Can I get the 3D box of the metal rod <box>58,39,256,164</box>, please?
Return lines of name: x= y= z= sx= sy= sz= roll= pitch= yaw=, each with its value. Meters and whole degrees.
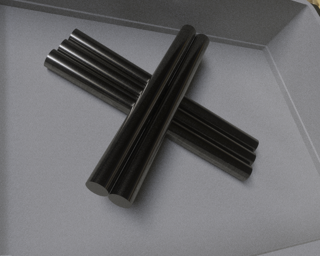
metal rod: x=0.002 y=-0.029 z=0.422 sx=0.301 sy=0.025 sz=0.025 roll=30 pitch=52 yaw=-9

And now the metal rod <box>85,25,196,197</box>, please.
metal rod: x=-0.008 y=-0.046 z=0.395 sx=0.025 sy=0.025 sz=0.301 roll=33 pitch=51 yaw=-7

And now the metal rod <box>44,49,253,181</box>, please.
metal rod: x=-0.008 y=-0.012 z=0.406 sx=0.301 sy=0.025 sz=0.025 roll=30 pitch=52 yaw=-9

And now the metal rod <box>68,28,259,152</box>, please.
metal rod: x=0.011 y=-0.047 z=0.438 sx=0.301 sy=0.025 sz=0.025 roll=30 pitch=52 yaw=-9

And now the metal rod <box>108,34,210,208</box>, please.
metal rod: x=0.013 y=-0.033 z=0.399 sx=0.025 sy=0.025 sz=0.301 roll=33 pitch=51 yaw=-7
